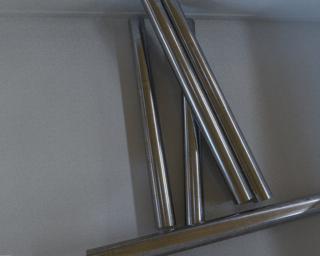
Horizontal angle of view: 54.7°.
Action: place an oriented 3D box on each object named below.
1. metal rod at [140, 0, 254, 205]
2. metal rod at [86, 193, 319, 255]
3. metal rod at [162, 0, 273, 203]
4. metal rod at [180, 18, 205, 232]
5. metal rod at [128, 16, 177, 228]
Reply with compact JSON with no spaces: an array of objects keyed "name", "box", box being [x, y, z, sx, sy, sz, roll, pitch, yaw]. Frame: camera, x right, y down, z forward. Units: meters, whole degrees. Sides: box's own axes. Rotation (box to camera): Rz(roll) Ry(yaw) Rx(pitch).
[{"name":"metal rod","box":[0.042,-0.048,0.398,0.025,0.025,0.299,-22,79,-8]},{"name":"metal rod","box":[0.072,0.112,0.347,0.302,0.025,0.025,-10,70,-13]},{"name":"metal rod","box":[0.068,-0.047,0.408,0.025,0.025,0.299,-22,79,-8]},{"name":"metal rod","box":[0.041,-0.018,0.416,0.025,0.025,0.299,0,70,-1]},{"name":"metal rod","box":[-0.014,-0.022,0.417,0.025,0.025,0.299,-8,70,-3]}]
